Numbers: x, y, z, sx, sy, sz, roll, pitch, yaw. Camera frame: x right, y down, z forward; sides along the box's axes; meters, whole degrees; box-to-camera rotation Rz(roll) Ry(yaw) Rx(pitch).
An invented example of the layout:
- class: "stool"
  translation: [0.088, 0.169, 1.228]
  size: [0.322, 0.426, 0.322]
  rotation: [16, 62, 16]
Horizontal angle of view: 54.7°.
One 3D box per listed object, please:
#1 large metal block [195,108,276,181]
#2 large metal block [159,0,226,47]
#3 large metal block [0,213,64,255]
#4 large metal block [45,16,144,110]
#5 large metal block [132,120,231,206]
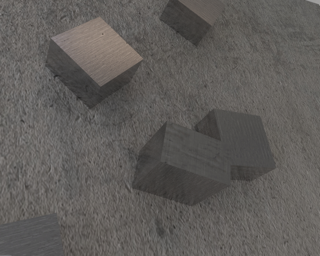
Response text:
- class: "large metal block"
  translation: [0.101, 0.025, 0.427]
  size: [0.081, 0.050, 0.080]
  rotation: [7, 59, -25]
- class: "large metal block"
  translation: [0.058, -0.203, 0.543]
  size: [0.080, 0.050, 0.080]
  rotation: [36, 51, -5]
- class: "large metal block"
  translation: [-0.121, 0.122, 0.248]
  size: [0.081, 0.050, 0.080]
  rotation: [-5, 64, -31]
- class: "large metal block"
  translation: [-0.083, -0.084, 0.394]
  size: [0.080, 0.050, 0.080]
  rotation: [45, 51, 2]
- class: "large metal block"
  translation: [0.024, 0.044, 0.354]
  size: [0.080, 0.080, 0.050]
  rotation: [21, 54, -16]
